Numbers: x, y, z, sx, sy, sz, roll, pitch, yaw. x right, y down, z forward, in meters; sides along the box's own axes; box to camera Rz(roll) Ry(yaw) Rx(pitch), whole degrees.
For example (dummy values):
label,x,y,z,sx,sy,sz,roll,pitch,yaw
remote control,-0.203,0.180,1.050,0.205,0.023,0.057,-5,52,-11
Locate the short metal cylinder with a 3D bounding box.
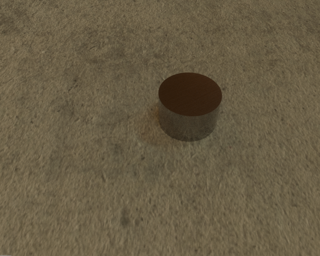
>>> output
label,x,y,z,sx,sy,sz,roll,pitch,yaw
short metal cylinder,0.038,-0.029,0.412,0.081,0.050,0.080,0,50,0
